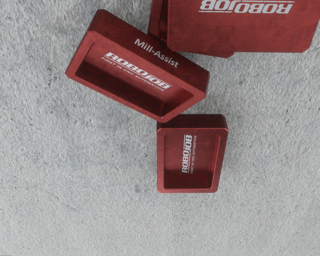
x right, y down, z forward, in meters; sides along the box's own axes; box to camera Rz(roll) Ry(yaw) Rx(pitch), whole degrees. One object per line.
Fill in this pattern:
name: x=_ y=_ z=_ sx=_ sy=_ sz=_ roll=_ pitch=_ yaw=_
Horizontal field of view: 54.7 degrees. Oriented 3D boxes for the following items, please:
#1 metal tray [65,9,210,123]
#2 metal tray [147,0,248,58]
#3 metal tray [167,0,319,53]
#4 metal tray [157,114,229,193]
metal tray: x=-0.025 y=-0.057 z=0.331 sx=0.131 sy=0.030 sz=0.090 roll=26 pitch=150 yaw=-21
metal tray: x=0.041 y=-0.135 z=0.288 sx=0.091 sy=0.030 sz=0.129 roll=7 pitch=130 yaw=-7
metal tray: x=0.072 y=-0.113 z=0.268 sx=0.131 sy=0.030 sz=0.089 roll=0 pitch=130 yaw=-1
metal tray: x=0.041 y=0.040 z=0.438 sx=0.091 sy=0.030 sz=0.129 roll=0 pitch=130 yaw=0
